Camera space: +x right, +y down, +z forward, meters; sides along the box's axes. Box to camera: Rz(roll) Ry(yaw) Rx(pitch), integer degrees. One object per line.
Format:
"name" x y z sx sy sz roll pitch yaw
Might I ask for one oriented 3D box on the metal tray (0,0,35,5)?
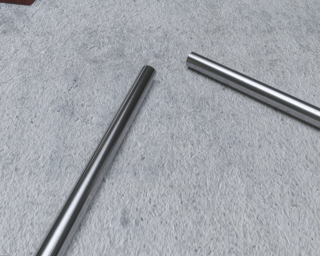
"metal tray" -0.316 -0.298 0.646 0.131 0.030 0.090 8 50 6

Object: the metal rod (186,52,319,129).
"metal rod" 0.168 -0.041 0.439 0.300 0.025 0.025 30 56 22

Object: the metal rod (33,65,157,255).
"metal rod" -0.064 0.023 0.382 0.025 0.025 0.300 14 51 11
